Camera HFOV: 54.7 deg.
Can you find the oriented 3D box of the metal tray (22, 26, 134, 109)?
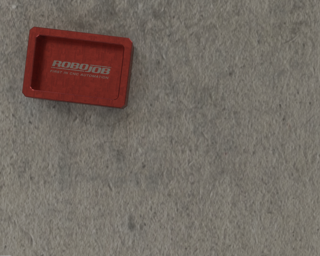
[{"bbox_3d":[-0.105,-0.077,0.405,0.131,0.030,0.089,7,90,-1],"label":"metal tray"}]
